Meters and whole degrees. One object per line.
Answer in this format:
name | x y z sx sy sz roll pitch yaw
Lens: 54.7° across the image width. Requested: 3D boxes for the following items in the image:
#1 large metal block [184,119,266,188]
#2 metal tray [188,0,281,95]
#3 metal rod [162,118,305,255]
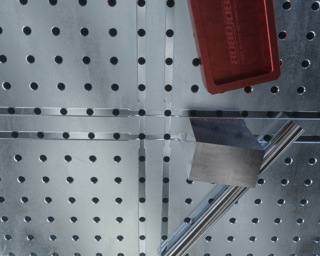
large metal block | 0.077 0.030 0.396 0.081 0.080 0.050 7 110 -3
metal tray | 0.088 -0.113 0.370 0.090 0.030 0.129 -13 110 4
metal rod | 0.094 0.108 0.454 0.025 0.025 0.299 35 106 -12
